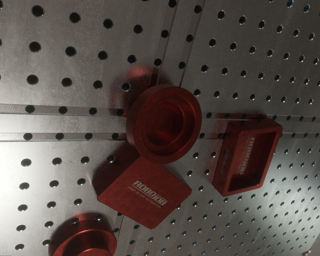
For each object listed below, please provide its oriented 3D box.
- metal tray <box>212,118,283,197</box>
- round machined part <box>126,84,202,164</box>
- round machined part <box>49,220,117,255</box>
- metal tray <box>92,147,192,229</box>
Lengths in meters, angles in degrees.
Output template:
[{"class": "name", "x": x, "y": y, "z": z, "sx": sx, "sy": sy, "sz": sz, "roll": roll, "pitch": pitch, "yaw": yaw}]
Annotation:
[{"class": "metal tray", "x": 0.145, "y": 0.050, "z": 0.520, "sx": 0.091, "sy": 0.030, "sz": 0.129, "roll": -7, "pitch": 122, "yaw": -26}, {"class": "round machined part", "x": 0.001, "y": -0.007, "z": 0.389, "sx": 0.099, "sy": 0.042, "sz": 0.097, "roll": -12, "pitch": 112, "yaw": -30}, {"class": "round machined part", "x": -0.110, "y": 0.187, "z": 0.457, "sx": 0.099, "sy": 0.042, "sz": 0.097, "roll": -14, "pitch": 125, "yaw": -21}, {"class": "metal tray", "x": -0.022, "y": 0.088, "z": 0.452, "sx": 0.090, "sy": 0.030, "sz": 0.130, "roll": -44, "pitch": 130, "yaw": 2}]
